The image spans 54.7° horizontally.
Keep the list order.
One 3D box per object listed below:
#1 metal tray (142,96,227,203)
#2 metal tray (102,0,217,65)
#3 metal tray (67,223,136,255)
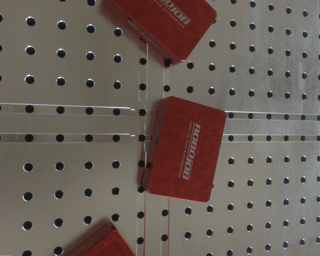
[{"bbox_3d":[0.034,0.030,0.424,0.091,0.030,0.129,14,85,-20],"label":"metal tray"},{"bbox_3d":[0.002,-0.159,0.411,0.130,0.030,0.090,38,78,-16],"label":"metal tray"},{"bbox_3d":[-0.086,0.194,0.379,0.131,0.030,0.090,-36,102,-17],"label":"metal tray"}]
